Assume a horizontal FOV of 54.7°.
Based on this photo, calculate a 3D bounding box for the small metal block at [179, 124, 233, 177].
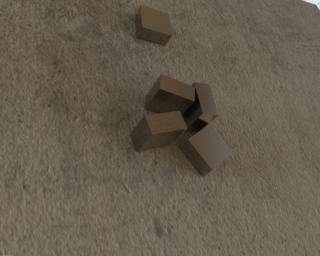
[{"bbox_3d":[0.063,0.030,0.422,0.050,0.025,0.050,-31,80,-38],"label":"small metal block"}]

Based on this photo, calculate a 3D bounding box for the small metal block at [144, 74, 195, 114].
[{"bbox_3d":[0.013,-0.041,0.421,0.050,0.050,0.025,18,55,-18],"label":"small metal block"}]

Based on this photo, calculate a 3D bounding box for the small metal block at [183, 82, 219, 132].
[{"bbox_3d":[0.052,-0.028,0.435,0.025,0.050,0.050,3,60,-27],"label":"small metal block"}]

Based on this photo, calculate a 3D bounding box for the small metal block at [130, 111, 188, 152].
[{"bbox_3d":[-0.003,0.005,0.385,0.050,0.050,0.025,-9,67,-33],"label":"small metal block"}]

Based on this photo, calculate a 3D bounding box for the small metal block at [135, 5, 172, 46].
[{"bbox_3d":[-0.011,-0.165,0.500,0.050,0.025,0.050,9,58,-24],"label":"small metal block"}]
